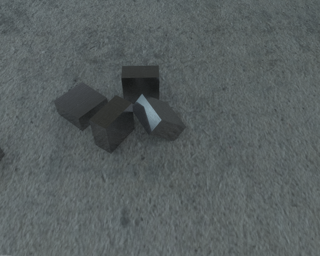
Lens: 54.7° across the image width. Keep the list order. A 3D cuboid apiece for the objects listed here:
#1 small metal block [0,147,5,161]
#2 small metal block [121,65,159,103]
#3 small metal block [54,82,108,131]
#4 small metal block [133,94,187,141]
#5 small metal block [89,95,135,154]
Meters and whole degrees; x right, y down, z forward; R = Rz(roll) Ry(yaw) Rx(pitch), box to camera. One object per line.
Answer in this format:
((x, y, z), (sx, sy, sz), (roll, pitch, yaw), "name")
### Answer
((-0.225, 0.039, 0.367), (0.050, 0.025, 0.050), (11, 51, 8), "small metal block")
((-0.027, -0.060, 0.437), (0.050, 0.050, 0.025), (-1, 50, -2), "small metal block")
((-0.107, -0.031, 0.428), (0.050, 0.025, 0.050), (33, 57, 24), "small metal block")
((-0.002, -0.013, 0.397), (0.050, 0.025, 0.050), (14, 32, -49), "small metal block")
((-0.059, -0.004, 0.390), (0.025, 0.050, 0.050), (27, 55, 21), "small metal block")
